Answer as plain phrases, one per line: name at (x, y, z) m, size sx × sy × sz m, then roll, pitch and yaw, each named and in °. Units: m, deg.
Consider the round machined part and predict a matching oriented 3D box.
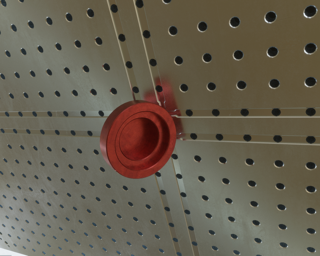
round machined part at (-0.031, 0.012, 0.398) m, size 0.042 × 0.099 × 0.097 m, roll 22°, pitch 134°, yaw 55°
